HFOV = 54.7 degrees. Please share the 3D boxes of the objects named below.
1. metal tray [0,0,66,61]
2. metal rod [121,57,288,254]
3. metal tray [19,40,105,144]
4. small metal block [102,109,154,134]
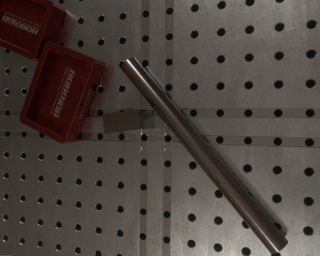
[{"bbox_3d":[-0.220,-0.166,0.485,0.130,0.030,0.089,24,98,18],"label":"metal tray"},{"bbox_3d":[0.048,0.026,0.394,0.025,0.025,0.300,-42,77,15],"label":"metal rod"},{"bbox_3d":[-0.147,-0.053,0.459,0.090,0.030,0.129,24,98,18],"label":"metal tray"},{"bbox_3d":[-0.041,-0.008,0.413,0.050,0.050,0.025,-8,88,19],"label":"small metal block"}]
